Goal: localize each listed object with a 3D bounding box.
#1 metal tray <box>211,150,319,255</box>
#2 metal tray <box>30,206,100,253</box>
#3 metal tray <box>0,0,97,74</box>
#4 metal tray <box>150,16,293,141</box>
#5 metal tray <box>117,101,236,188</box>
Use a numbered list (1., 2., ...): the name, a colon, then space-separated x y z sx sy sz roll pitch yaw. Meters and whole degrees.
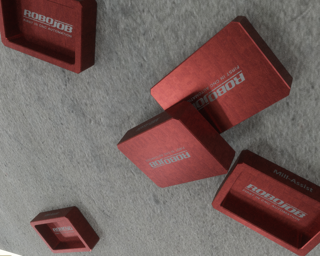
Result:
1. metal tray: 0.142 0.094 0.386 0.130 0.030 0.089 28 128 10
2. metal tray: -0.196 0.211 0.634 0.130 0.030 0.090 -19 109 35
3. metal tray: -0.146 -0.133 0.395 0.130 0.030 0.089 22 127 14
4. metal tray: 0.063 -0.046 0.342 0.130 0.030 0.090 -35 99 38
5. metal tray: 0.015 0.027 0.385 0.090 0.030 0.130 46 142 -16
